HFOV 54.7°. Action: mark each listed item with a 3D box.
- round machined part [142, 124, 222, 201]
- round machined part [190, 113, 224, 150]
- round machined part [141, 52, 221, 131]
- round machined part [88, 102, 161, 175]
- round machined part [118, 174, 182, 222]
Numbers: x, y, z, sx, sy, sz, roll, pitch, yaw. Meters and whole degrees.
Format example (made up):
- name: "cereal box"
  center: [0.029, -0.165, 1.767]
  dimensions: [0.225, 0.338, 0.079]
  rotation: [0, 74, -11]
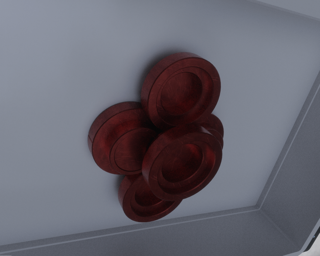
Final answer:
- name: "round machined part"
  center: [0.023, 0.037, 0.378]
  dimensions: [0.099, 0.042, 0.097]
  rotation: [-14, 125, -21]
- name: "round machined part"
  center: [0.050, 0.023, 0.438]
  dimensions: [0.099, 0.042, 0.097]
  rotation: [-14, 125, -21]
- name: "round machined part"
  center: [0.022, -0.046, 0.380]
  dimensions: [0.099, 0.042, 0.097]
  rotation: [-14, 125, -21]
- name: "round machined part"
  center: [-0.037, 0.020, 0.389]
  dimensions: [0.099, 0.042, 0.097]
  rotation: [-14, 125, -21]
- name: "round machined part"
  center: [-0.013, 0.083, 0.441]
  dimensions: [0.099, 0.042, 0.097]
  rotation: [-14, 125, -21]
